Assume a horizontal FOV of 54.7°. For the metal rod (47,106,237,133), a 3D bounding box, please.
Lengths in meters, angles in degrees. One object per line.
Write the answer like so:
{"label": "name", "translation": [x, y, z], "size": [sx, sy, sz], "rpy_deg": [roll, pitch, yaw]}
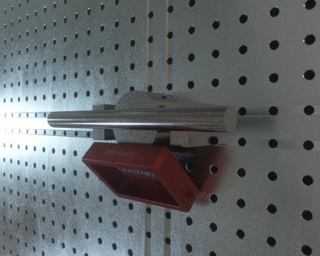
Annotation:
{"label": "metal rod", "translation": [-0.049, -0.011, 0.384], "size": [0.300, 0.025, 0.025], "rpy_deg": [1, 91, 40]}

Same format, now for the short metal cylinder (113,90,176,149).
{"label": "short metal cylinder", "translation": [-0.017, -0.007, 0.407], "size": [0.080, 0.050, 0.080], "rpy_deg": [0, 90, 40]}

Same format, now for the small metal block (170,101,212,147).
{"label": "small metal block", "translation": [0.037, -0.004, 0.363], "size": [0.025, 0.050, 0.050], "rpy_deg": [-1, 90, 40]}

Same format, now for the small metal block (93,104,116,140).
{"label": "small metal block", "translation": [-0.070, -0.008, 0.451], "size": [0.025, 0.050, 0.050], "rpy_deg": [-1, 90, 40]}

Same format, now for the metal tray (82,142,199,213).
{"label": "metal tray", "translation": [-0.027, 0.060, 0.392], "size": [0.130, 0.090, 0.030], "rpy_deg": [1, 48, 40]}
